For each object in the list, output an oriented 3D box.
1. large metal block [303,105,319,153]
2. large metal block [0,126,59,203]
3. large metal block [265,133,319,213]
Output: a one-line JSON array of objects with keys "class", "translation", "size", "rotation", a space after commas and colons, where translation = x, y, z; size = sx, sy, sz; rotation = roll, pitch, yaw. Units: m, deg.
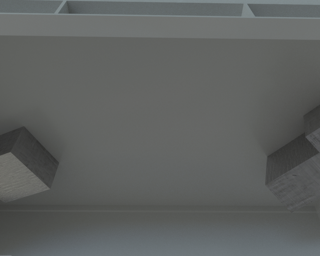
[{"class": "large metal block", "translation": [0.220, 0.012, 0.366], "size": [0.080, 0.080, 0.050], "rotation": [48, 120, 0]}, {"class": "large metal block", "translation": [-0.206, 0.054, 0.436], "size": [0.080, 0.050, 0.080], "rotation": [-19, 128, 15]}, {"class": "large metal block", "translation": [0.190, 0.053, 0.410], "size": [0.050, 0.080, 0.080], "rotation": [47, 119, -3]}]
